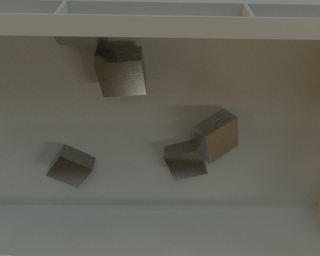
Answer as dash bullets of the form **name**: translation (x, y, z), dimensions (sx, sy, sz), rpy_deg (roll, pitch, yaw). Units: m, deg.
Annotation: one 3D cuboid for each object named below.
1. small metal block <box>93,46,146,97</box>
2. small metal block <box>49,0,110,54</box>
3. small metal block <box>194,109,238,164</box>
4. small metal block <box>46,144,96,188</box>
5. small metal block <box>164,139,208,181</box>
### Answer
- **small metal block**: translation (-0.043, -0.063, 0.349), dimensions (0.050, 0.025, 0.050), rpy_deg (-4, 141, 2)
- **small metal block**: translation (-0.077, -0.099, 0.306), dimensions (0.050, 0.025, 0.050), rpy_deg (10, 173, -9)
- **small metal block**: translation (0.074, 0.011, 0.404), dimensions (0.050, 0.025, 0.050), rpy_deg (-30, 132, -19)
- **small metal block**: translation (-0.131, 0.057, 0.456), dimensions (0.050, 0.025, 0.050), rpy_deg (28, 125, -22)
- **small metal block**: translation (0.038, 0.046, 0.449), dimensions (0.050, 0.025, 0.050), rpy_deg (-14, 129, 11)
